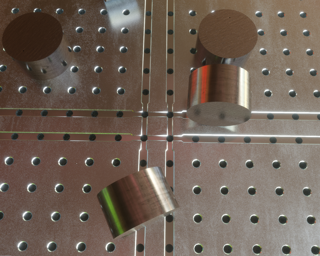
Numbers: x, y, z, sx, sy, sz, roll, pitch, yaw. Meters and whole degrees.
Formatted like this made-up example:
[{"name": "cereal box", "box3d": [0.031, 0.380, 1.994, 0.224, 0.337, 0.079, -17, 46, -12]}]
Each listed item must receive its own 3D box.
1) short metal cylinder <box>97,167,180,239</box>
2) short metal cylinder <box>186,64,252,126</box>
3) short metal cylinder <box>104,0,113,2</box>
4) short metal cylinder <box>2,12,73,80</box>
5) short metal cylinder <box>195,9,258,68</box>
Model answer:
[{"name": "short metal cylinder", "box3d": [-0.024, 0.085, 0.351, 0.080, 0.080, 0.050, -24, 72, -8]}, {"name": "short metal cylinder", "box3d": [0.076, -0.039, 0.397, 0.080, 0.080, 0.050, 5, 70, 2]}, {"name": "short metal cylinder", "box3d": [-0.072, -0.240, 0.469, 0.050, 0.080, 0.080, -21, 72, -7]}, {"name": "short metal cylinder", "box3d": [-0.171, -0.115, 0.439, 0.081, 0.050, 0.080, 0, 70, 0]}, {"name": "short metal cylinder", "box3d": [0.092, -0.120, 0.443, 0.081, 0.050, 0.080, 0, 70, 0]}]
